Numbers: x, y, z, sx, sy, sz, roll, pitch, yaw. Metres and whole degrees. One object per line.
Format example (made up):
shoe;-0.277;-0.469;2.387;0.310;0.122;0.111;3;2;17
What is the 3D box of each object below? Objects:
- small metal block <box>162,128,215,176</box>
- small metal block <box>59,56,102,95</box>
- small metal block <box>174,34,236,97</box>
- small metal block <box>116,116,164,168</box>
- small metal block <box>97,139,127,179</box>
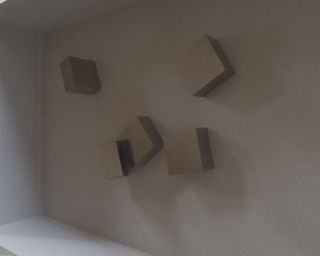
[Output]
small metal block;0.034;0.029;0.377;0.050;0.025;0.050;-15;80;38
small metal block;-0.126;-0.082;0.491;0.025;0.050;0.050;-26;74;37
small metal block;0.052;-0.071;0.363;0.050;0.025;0.050;-37;67;33
small metal block;-0.027;0.019;0.427;0.050;0.025;0.050;-46;63;30
small metal block;-0.067;0.046;0.440;0.025;0.050;0.050;-13;80;-2
